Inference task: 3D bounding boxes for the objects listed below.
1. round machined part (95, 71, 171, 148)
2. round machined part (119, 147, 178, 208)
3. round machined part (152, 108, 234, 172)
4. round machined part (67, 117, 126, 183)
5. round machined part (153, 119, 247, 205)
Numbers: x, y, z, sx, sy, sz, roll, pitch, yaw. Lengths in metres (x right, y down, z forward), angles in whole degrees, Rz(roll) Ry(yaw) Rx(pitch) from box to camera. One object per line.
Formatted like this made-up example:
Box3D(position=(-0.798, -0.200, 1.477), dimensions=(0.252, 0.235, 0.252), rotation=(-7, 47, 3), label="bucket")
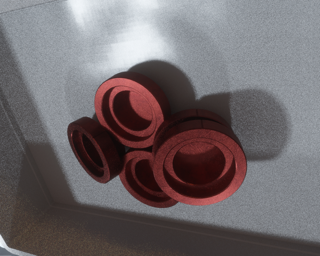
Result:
Box3D(position=(-0.030, -0.026, 0.395), dimensions=(0.098, 0.042, 0.097), rotation=(13, 124, 21), label="round machined part")
Box3D(position=(-0.006, 0.061, 0.436), dimensions=(0.098, 0.042, 0.097), rotation=(13, 124, 21), label="round machined part")
Box3D(position=(0.041, 0.021, 0.373), dimensions=(0.099, 0.042, 0.097), rotation=(1, 116, 3), label="round machined part")
Box3D(position=(-0.087, 0.027, 0.445), dimensions=(0.098, 0.042, 0.097), rotation=(31, 138, 34), label="round machined part")
Box3D(position=(0.043, 0.034, 0.344), dimensions=(0.099, 0.042, 0.097), rotation=(1, 116, 3), label="round machined part")
